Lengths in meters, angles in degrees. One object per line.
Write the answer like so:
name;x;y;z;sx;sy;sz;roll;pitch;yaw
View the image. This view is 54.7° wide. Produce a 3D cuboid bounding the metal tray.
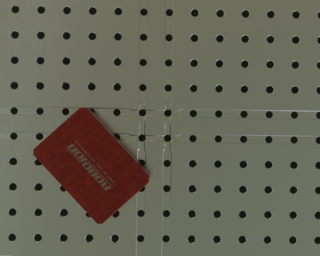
metal tray;-0.088;0.048;0.410;0.090;0.030;0.130;-42;91;0
